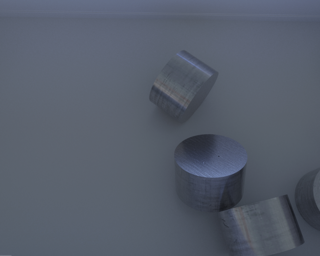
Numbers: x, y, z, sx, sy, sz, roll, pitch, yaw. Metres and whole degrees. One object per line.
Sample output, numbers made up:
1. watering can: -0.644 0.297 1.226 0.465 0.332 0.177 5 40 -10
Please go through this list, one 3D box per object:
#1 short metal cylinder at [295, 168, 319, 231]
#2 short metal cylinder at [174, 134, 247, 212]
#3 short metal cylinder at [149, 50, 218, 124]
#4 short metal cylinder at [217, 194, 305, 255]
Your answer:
1. short metal cylinder: 0.211 0.083 0.369 0.081 0.050 0.080 0 70 0
2. short metal cylinder: 0.058 0.050 0.358 0.080 0.050 0.080 -3 32 2
3. short metal cylinder: 0.031 -0.052 0.400 0.050 0.080 0.080 37 74 12
4. short metal cylinder: 0.109 0.108 0.341 0.081 0.080 0.050 -13 73 -5
